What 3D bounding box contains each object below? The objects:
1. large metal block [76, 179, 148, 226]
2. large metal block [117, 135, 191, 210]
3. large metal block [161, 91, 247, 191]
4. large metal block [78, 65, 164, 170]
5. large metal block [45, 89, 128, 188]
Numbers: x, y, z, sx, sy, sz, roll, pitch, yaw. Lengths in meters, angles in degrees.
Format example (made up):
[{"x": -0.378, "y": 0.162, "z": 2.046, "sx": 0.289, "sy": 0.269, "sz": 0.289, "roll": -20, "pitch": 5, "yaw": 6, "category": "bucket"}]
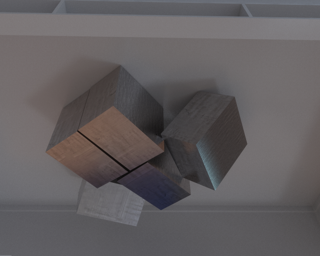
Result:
[{"x": -0.070, "y": 0.091, "z": 0.439, "sx": 0.081, "sy": 0.080, "sz": 0.050, "roll": 17, "pitch": 93, "yaw": -15, "category": "large metal block"}, {"x": -0.007, "y": 0.048, "z": 0.411, "sx": 0.050, "sy": 0.080, "sz": 0.080, "roll": -34, "pitch": 123, "yaw": 25, "category": "large metal block"}, {"x": 0.057, "y": 0.014, "z": 0.375, "sx": 0.050, "sy": 0.080, "sz": 0.080, "roll": 16, "pitch": 144, "yaw": 41, "category": "large metal block"}, {"x": -0.040, "y": -0.012, "z": 0.360, "sx": 0.050, "sy": 0.080, "sz": 0.080, "roll": -31, "pitch": 124, "yaw": 23, "category": "large metal block"}, {"x": -0.082, "y": 0.013, "z": 0.382, "sx": 0.050, "sy": 0.080, "sz": 0.080, "roll": -30, "pitch": 124, "yaw": 23, "category": "large metal block"}]
